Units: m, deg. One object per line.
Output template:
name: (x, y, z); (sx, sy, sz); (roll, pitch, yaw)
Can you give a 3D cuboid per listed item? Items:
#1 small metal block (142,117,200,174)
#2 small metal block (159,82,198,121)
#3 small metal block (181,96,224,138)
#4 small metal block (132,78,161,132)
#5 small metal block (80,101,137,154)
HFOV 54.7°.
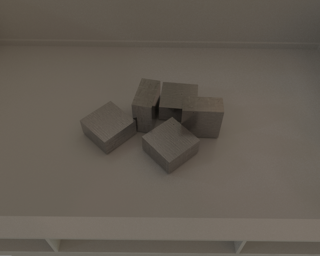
small metal block: (0.013, 0.021, 0.385); (0.050, 0.025, 0.050); (-33, 58, -25)
small metal block: (0.026, -0.037, 0.434); (0.050, 0.025, 0.050); (5, 50, 4)
small metal block: (0.052, -0.013, 0.398); (0.050, 0.050, 0.025); (2, 50, 1)
small metal block: (-0.017, -0.029, 0.410); (0.025, 0.050, 0.050); (10, 51, 8)
small metal block: (-0.067, -0.002, 0.403); (0.050, 0.025, 0.050); (38, 59, 27)
